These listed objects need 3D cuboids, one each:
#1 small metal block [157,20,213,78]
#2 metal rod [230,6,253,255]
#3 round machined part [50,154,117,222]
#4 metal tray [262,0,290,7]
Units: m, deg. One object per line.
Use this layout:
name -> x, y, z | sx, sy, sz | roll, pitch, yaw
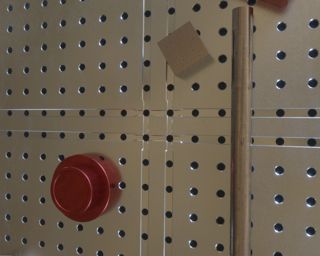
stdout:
small metal block -> 0.032, -0.100, 0.401 | 0.050, 0.025, 0.050 | -31, 80, 17
metal rod -> 0.099, 0.006, 0.377 | 0.025, 0.025, 0.298 | 1, 90, 20
round machined part -> -0.116, 0.087, 0.444 | 0.098, 0.042, 0.097 | 0, 90, 20
metal tray -> 0.111, -0.213, 0.371 | 0.130, 0.030, 0.090 | 29, 99, 17
